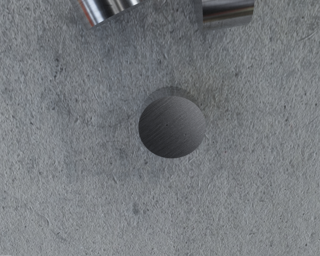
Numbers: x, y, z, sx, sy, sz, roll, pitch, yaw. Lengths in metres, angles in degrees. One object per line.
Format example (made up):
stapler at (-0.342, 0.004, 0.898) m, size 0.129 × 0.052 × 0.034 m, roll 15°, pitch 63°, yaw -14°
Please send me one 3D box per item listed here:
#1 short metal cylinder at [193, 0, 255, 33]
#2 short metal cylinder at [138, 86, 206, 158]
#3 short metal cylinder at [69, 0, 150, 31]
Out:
short metal cylinder at (0.063, -0.146, 0.327) m, size 0.050 × 0.080 × 0.079 m, roll -9°, pitch 110°, yaw 3°
short metal cylinder at (0.014, -0.008, 0.393) m, size 0.081 × 0.050 × 0.079 m, roll 0°, pitch 110°, yaw 0°
short metal cylinder at (-0.055, -0.144, 0.327) m, size 0.080 × 0.080 × 0.050 m, roll -24°, pitch 109°, yaw 8°
